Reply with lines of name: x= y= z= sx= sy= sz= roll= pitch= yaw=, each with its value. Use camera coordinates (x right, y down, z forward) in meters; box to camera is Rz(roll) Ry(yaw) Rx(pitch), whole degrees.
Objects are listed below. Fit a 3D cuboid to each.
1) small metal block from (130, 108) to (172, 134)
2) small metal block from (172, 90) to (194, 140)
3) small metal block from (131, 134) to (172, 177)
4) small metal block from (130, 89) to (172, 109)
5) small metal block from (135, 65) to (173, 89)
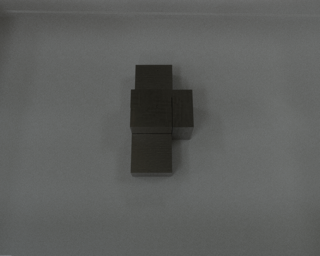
small metal block: x=-0.011 y=-0.005 z=0.396 sx=0.050 sy=0.050 sz=0.025 roll=0 pitch=70 yaw=0
small metal block: x=0.028 y=-0.016 z=0.400 sx=0.025 sy=0.050 sz=0.050 roll=0 pitch=70 yaw=0
small metal block: x=-0.010 y=0.035 z=0.395 sx=0.050 sy=0.025 sz=0.050 roll=0 pitch=70 yaw=0
small metal block: x=-0.011 y=-0.028 z=0.405 sx=0.050 sy=0.050 sz=0.025 roll=0 pitch=70 yaw=0
small metal block: x=-0.008 y=-0.059 z=0.429 sx=0.050 sy=0.025 sz=0.050 roll=0 pitch=70 yaw=0
